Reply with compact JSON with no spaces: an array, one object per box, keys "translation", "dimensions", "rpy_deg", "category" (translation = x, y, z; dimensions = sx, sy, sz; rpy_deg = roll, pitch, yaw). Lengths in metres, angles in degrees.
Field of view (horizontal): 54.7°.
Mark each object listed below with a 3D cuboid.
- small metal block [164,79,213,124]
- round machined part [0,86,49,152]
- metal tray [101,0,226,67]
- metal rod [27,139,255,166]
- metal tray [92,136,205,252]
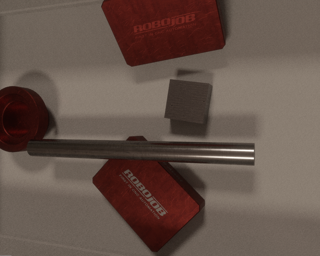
[{"translation":[0.037,-0.034,0.397],"dimensions":[0.050,0.025,0.050],"rpy_deg":[10,93,19],"category":"small metal block"},{"translation":[-0.211,-0.013,0.474],"dimensions":[0.098,0.042,0.097],"rpy_deg":[0,90,19],"category":"round machined part"},{"translation":[0.007,-0.130,0.376],"dimensions":[0.130,0.030,0.090],"rpy_deg":[-7,131,19],"category":"metal tray"},{"translation":[-0.038,0.028,0.390],"dimensions":[0.301,0.025,0.025],"rpy_deg":[0,90,19],"category":"metal rod"},{"translation":[-0.017,0.084,0.413],"dimensions":[0.130,0.030,0.090],"rpy_deg":[45,104,14],"category":"metal tray"}]
